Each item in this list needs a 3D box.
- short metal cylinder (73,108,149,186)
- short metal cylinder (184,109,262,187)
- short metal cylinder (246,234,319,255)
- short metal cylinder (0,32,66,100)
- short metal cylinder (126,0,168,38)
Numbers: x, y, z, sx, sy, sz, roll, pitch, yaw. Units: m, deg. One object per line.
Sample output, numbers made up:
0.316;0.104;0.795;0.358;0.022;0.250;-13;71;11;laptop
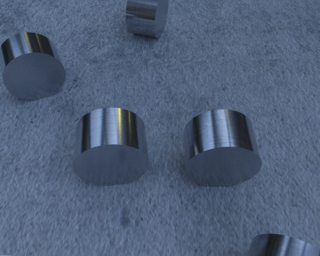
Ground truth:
-0.054;0.023;0.348;0.081;0.080;0.050;-5;50;-5;short metal cylinder
0.068;0.024;0.348;0.081;0.080;0.050;0;50;0;short metal cylinder
0.108;0.133;0.257;0.080;0.080;0.050;23;54;18;short metal cylinder
-0.181;-0.086;0.438;0.081;0.080;0.050;-19;53;-16;short metal cylinder
-0.021;-0.201;0.536;0.050;0.080;0.080;14;51;11;short metal cylinder
